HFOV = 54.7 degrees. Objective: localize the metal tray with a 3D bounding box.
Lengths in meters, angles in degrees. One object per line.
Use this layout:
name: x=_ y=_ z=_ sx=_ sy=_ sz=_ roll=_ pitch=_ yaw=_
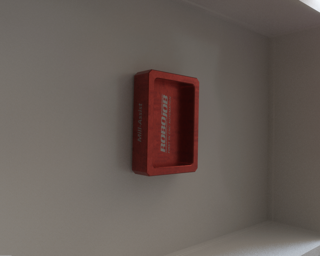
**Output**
metal tray: x=0.010 y=-0.005 z=0.409 sx=0.091 sy=0.030 sz=0.129 roll=2 pitch=88 yaw=-41
